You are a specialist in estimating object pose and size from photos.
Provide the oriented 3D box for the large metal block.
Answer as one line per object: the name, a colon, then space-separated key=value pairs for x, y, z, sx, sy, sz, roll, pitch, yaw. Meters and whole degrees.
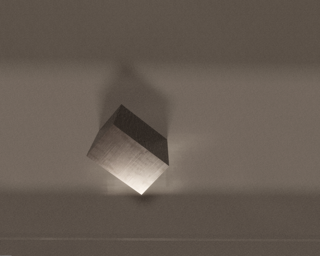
large metal block: x=-0.037 y=0.024 z=0.390 sx=0.080 sy=0.080 sz=0.050 roll=38 pitch=106 yaw=-13
